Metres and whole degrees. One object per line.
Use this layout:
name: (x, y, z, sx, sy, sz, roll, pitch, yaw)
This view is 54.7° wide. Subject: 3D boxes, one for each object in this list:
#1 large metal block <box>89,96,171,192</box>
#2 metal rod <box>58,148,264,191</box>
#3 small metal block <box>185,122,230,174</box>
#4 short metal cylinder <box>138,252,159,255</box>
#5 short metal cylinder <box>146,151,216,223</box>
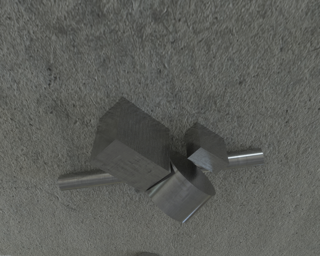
large metal block: (-0.034, 0.020, 0.388, 0.080, 0.080, 0.050, 35, 122, -26)
metal rod: (-0.003, 0.062, 0.460, 0.301, 0.025, 0.025, -8, 130, 7)
small metal block: (0.062, 0.026, 0.414, 0.050, 0.050, 0.025, 30, 124, -23)
short metal cylinder: (-0.027, 0.303, 0.629, 0.081, 0.080, 0.050, 16, 128, -14)
short metal cylinder: (0.026, 0.075, 0.406, 0.080, 0.080, 0.050, 35, 105, -26)
